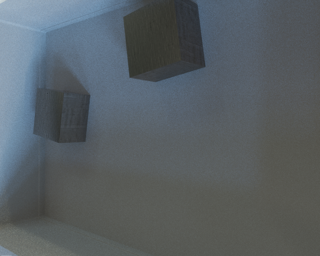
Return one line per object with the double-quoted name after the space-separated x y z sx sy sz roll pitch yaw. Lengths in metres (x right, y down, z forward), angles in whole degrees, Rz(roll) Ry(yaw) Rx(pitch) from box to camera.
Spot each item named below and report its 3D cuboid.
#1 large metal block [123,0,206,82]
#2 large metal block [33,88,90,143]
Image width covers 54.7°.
0.004 -0.108 0.385 0.080 0.050 0.080 -10 83 39 "large metal block"
-0.168 -0.022 0.526 0.080 0.050 0.079 13 98 39 "large metal block"
